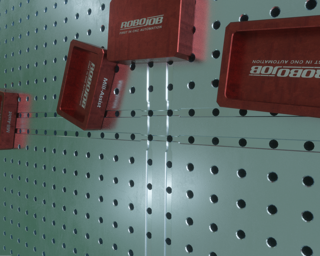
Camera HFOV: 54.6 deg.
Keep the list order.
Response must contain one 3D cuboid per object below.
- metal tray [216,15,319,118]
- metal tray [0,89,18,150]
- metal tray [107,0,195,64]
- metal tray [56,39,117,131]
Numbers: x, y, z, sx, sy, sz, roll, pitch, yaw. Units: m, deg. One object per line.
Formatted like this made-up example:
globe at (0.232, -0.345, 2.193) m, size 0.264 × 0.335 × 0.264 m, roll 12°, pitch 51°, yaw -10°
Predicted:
metal tray at (0.124, -0.059, 0.303) m, size 0.130 × 0.030 × 0.089 m, roll 11°, pitch 97°, yaw 39°
metal tray at (-0.366, -0.023, 0.711) m, size 0.090 × 0.030 × 0.129 m, roll 16°, pitch 100°, yaw 39°
metal tray at (-0.016, -0.136, 0.421) m, size 0.130 × 0.030 × 0.089 m, roll 6°, pitch 94°, yaw 40°
metal tray at (-0.122, -0.071, 0.507) m, size 0.090 × 0.030 × 0.129 m, roll 26°, pitch 106°, yaw 37°
